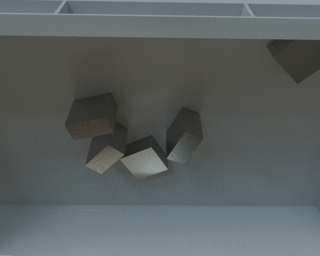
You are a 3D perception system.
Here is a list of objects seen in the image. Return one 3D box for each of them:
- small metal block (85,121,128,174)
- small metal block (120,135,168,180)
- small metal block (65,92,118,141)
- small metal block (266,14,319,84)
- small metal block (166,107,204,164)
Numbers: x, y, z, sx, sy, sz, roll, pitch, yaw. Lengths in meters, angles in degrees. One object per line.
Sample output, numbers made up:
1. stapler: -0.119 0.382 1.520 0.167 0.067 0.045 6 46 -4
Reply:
1. small metal block: -0.071 0.025 0.413 0.025 0.050 0.050 35 122 -26
2. small metal block: -0.022 0.043 0.445 0.050 0.025 0.050 -22 127 17
3. small metal block: -0.082 -0.015 0.379 0.050 0.050 0.025 -11 129 9
4. small metal block: 0.155 -0.084 0.338 0.050 0.025 0.050 36 121 -27
5. small metal block: 0.030 0.010 0.401 0.025 0.050 0.050 20 127 -16
